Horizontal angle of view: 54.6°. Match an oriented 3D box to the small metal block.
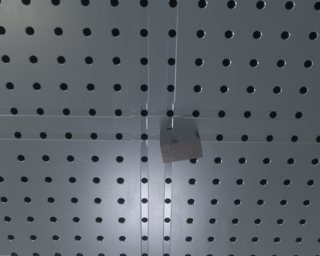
[{"bbox_3d":[0.027,0.020,0.408,0.050,0.050,0.025,-9,110,3],"label":"small metal block"}]
